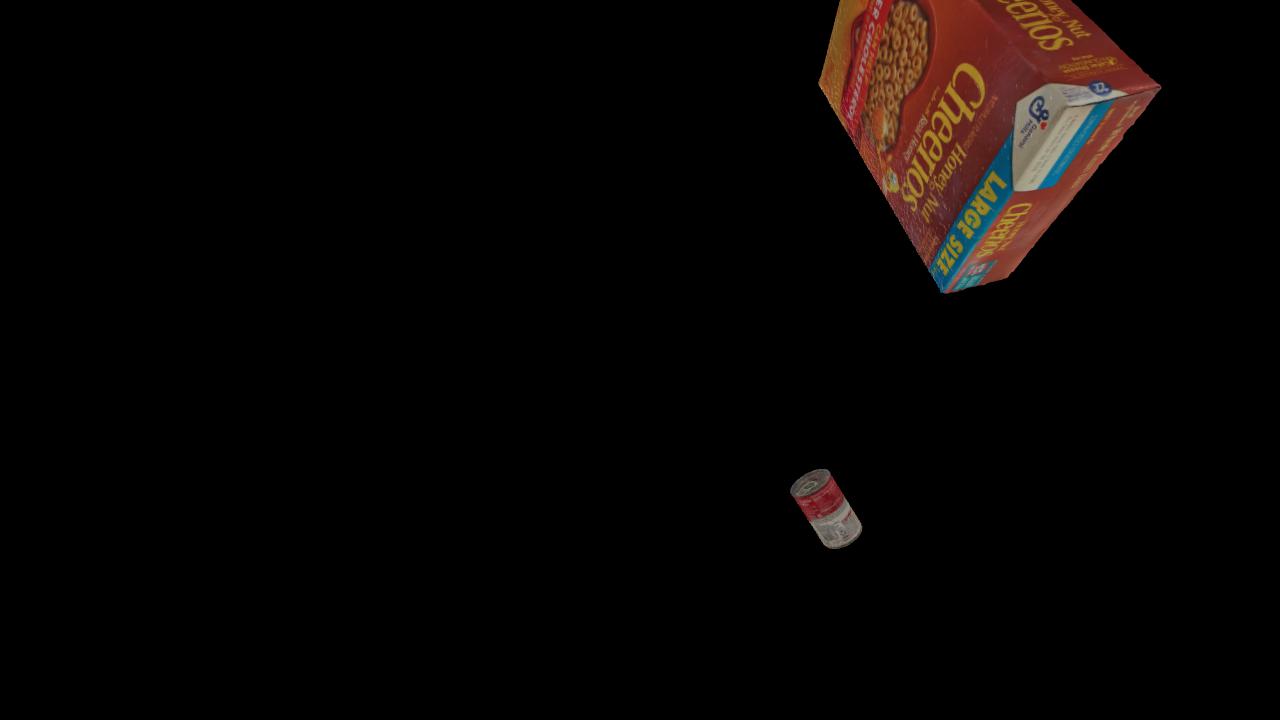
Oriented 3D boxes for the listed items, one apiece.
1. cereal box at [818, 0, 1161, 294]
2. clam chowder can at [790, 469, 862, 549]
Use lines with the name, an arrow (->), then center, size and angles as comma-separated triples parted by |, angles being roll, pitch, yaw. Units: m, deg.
cereal box -> 0.266, -0.241, 0.543 | 0.081, 0.306, 0.203 | -12, -28, -5
clam chowder can -> 0.285, 0.227, 0.939 | 0.068, 0.102, 0.068 | -33, 7, 4
